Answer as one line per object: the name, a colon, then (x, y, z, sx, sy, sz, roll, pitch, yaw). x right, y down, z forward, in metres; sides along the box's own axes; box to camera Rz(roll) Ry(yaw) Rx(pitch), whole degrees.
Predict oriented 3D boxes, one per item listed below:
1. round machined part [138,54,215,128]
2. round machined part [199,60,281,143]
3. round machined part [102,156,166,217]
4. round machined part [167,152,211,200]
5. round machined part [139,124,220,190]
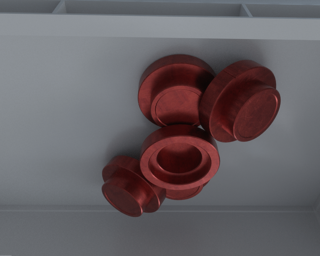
round machined part: (0.023, -0.034, 0.367, 0.099, 0.042, 0.097, -1, 130, 0)
round machined part: (0.096, -0.023, 0.349, 0.099, 0.042, 0.097, -20, 132, -24)
round machined part: (-0.044, 0.089, 0.444, 0.098, 0.042, 0.097, 21, 138, 21)
round machined part: (0.028, 0.069, 0.455, 0.099, 0.042, 0.097, -1, 130, 0)
round machined part: (0.024, 0.032, 0.395, 0.099, 0.042, 0.097, -1, 130, 0)
